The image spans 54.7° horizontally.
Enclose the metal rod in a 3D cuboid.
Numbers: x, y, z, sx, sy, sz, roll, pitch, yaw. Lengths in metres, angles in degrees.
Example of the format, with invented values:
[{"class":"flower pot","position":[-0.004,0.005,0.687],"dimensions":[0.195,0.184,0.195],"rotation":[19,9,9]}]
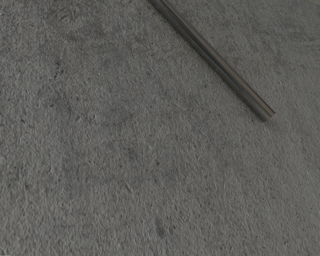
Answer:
[{"class":"metal rod","position":[0.081,-0.128,0.524],"dimensions":[0.300,0.025,0.025],"rotation":[48,51,5]}]
